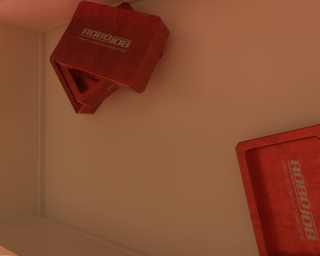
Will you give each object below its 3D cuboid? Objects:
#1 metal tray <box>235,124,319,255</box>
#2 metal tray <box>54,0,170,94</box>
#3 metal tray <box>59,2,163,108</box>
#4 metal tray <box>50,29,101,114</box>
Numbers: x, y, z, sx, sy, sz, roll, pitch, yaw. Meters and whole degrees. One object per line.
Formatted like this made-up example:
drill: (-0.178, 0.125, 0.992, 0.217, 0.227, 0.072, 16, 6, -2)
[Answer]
metal tray: (0.131, 0.068, 0.294, 0.090, 0.030, 0.129, -18, 79, 38)
metal tray: (-0.063, -0.106, 0.396, 0.130, 0.030, 0.090, 22, 86, 25)
metal tray: (-0.072, -0.101, 0.432, 0.130, 0.030, 0.090, -35, 67, 11)
metal tray: (-0.127, -0.098, 0.505, 0.090, 0.030, 0.130, -46, 63, 30)
